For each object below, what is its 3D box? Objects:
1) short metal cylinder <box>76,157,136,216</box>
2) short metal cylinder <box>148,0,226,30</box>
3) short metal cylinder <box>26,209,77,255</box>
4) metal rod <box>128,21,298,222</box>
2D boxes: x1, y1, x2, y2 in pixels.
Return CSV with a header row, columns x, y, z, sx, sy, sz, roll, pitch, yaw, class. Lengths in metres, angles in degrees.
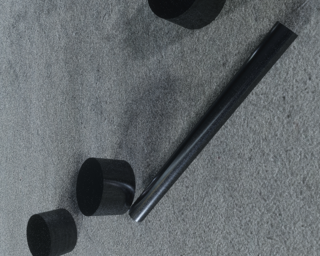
x,y,z,sx,sy,sz,roll,pitch,yaw,class
-0.079,0.084,0.442,0.080,0.050,0.080,-15,71,49,short metal cylinder
0.031,-0.162,0.363,0.080,0.050,0.080,0,90,40,short metal cylinder
-0.192,0.187,0.547,0.080,0.050,0.080,0,90,40,short metal cylinder
0.046,0.012,0.367,0.025,0.025,0.298,51,119,28,metal rod
